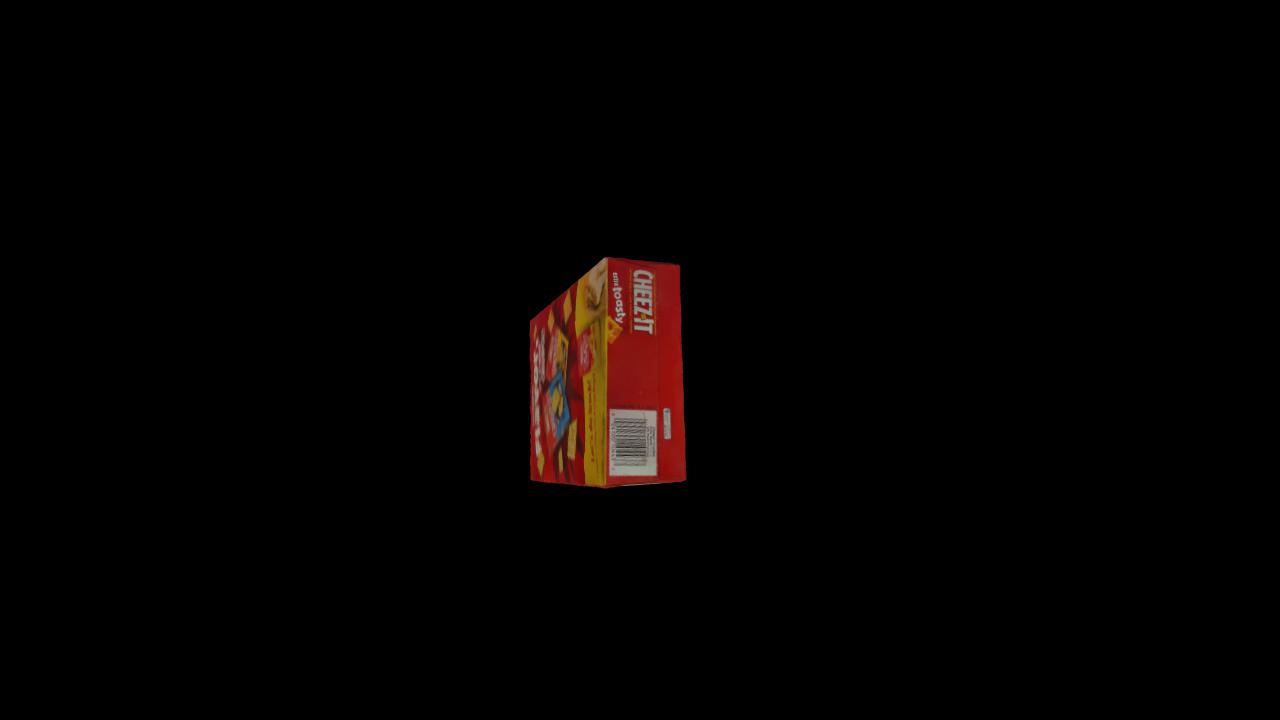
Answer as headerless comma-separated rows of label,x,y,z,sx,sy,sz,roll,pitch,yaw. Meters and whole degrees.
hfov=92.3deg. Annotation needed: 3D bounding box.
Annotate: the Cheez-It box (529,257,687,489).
Cheez-It box,-0.040,0.024,0.534,0.071,0.166,0.223,3,-11,-24
